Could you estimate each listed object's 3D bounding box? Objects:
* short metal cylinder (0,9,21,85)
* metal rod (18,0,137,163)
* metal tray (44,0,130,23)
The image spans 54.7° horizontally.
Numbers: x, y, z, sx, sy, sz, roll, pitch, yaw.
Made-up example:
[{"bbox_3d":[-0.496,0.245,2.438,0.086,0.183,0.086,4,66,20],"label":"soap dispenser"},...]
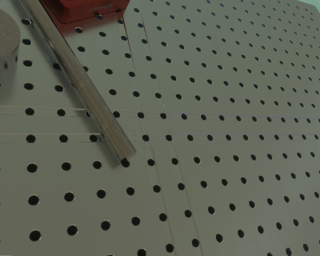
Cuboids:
[{"bbox_3d":[-0.199,-0.091,0.341,0.081,0.050,0.080,14,56,-21],"label":"short metal cylinder"},{"bbox_3d":[-0.119,-0.087,0.397,0.025,0.025,0.299,-25,75,-37],"label":"metal rod"},{"bbox_3d":[-0.117,-0.216,0.474,0.131,0.030,0.090,-34,81,-38],"label":"metal tray"}]
